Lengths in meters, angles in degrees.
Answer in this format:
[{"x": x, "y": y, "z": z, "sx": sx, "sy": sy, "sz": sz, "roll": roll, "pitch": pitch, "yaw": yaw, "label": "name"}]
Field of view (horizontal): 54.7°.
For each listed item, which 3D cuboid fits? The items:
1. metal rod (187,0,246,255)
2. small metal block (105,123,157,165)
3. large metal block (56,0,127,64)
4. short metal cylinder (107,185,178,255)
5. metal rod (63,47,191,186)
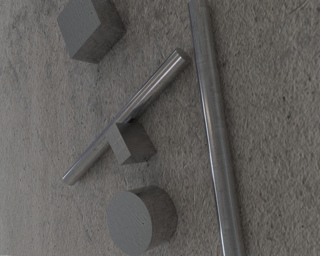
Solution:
[{"x": 0.063, "y": -0.001, "z": 0.352, "sx": 0.025, "sy": 0.025, "sz": 0.298, "roll": -12, "pitch": 83, "yaw": 39, "label": "metal rod"}, {"x": -0.039, "y": 0.021, "z": 0.421, "sx": 0.025, "sy": 0.050, "sz": 0.050, "roll": -43, "pitch": 64, "yaw": 31, "label": "small metal block"}, {"x": -0.107, "y": -0.158, "z": 0.477, "sx": 0.080, "sy": 0.050, "sz": 0.080, "roll": -36, "pitch": 68, "yaw": 34, "label": "large metal block"}, {"x": -0.024, "y": 0.119, "z": 0.409, "sx": 0.080, "sy": 0.050, "sz": 0.080, "roll": 0, "pitch": 90, "yaw": 40, "label": "short metal cylinder"}, {"x": -0.063, "y": -0.001, "z": 0.457, "sx": 0.299, "sy": 0.025, "sz": 0.025, "roll": -44, "pitch": 64, "yaw": 31, "label": "metal rod"}]
